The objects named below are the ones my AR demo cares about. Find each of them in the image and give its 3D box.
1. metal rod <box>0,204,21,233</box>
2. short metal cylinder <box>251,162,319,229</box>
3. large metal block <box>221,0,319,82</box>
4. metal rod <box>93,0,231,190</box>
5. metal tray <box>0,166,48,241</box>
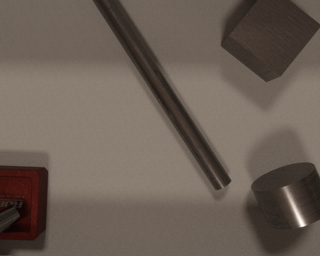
[{"bbox_3d":[-0.282,0.164,0.295,0.302,0.025,0.025,-30,90,-44],"label":"metal rod"},{"bbox_3d":[0.162,0.083,0.386,0.080,0.080,0.050,-25,90,0],"label":"short metal cylinder"},{"bbox_3d":[0.140,-0.119,0.401,0.080,0.050,0.080,39,90,-1],"label":"large metal block"},{"bbox_3d":[0.003,-0.050,0.411,0.025,0.025,0.299,-33,90,0],"label":"metal rod"},{"bbox_3d":[-0.219,0.095,0.406,0.131,0.030,0.089,2,90,-1],"label":"metal tray"}]
